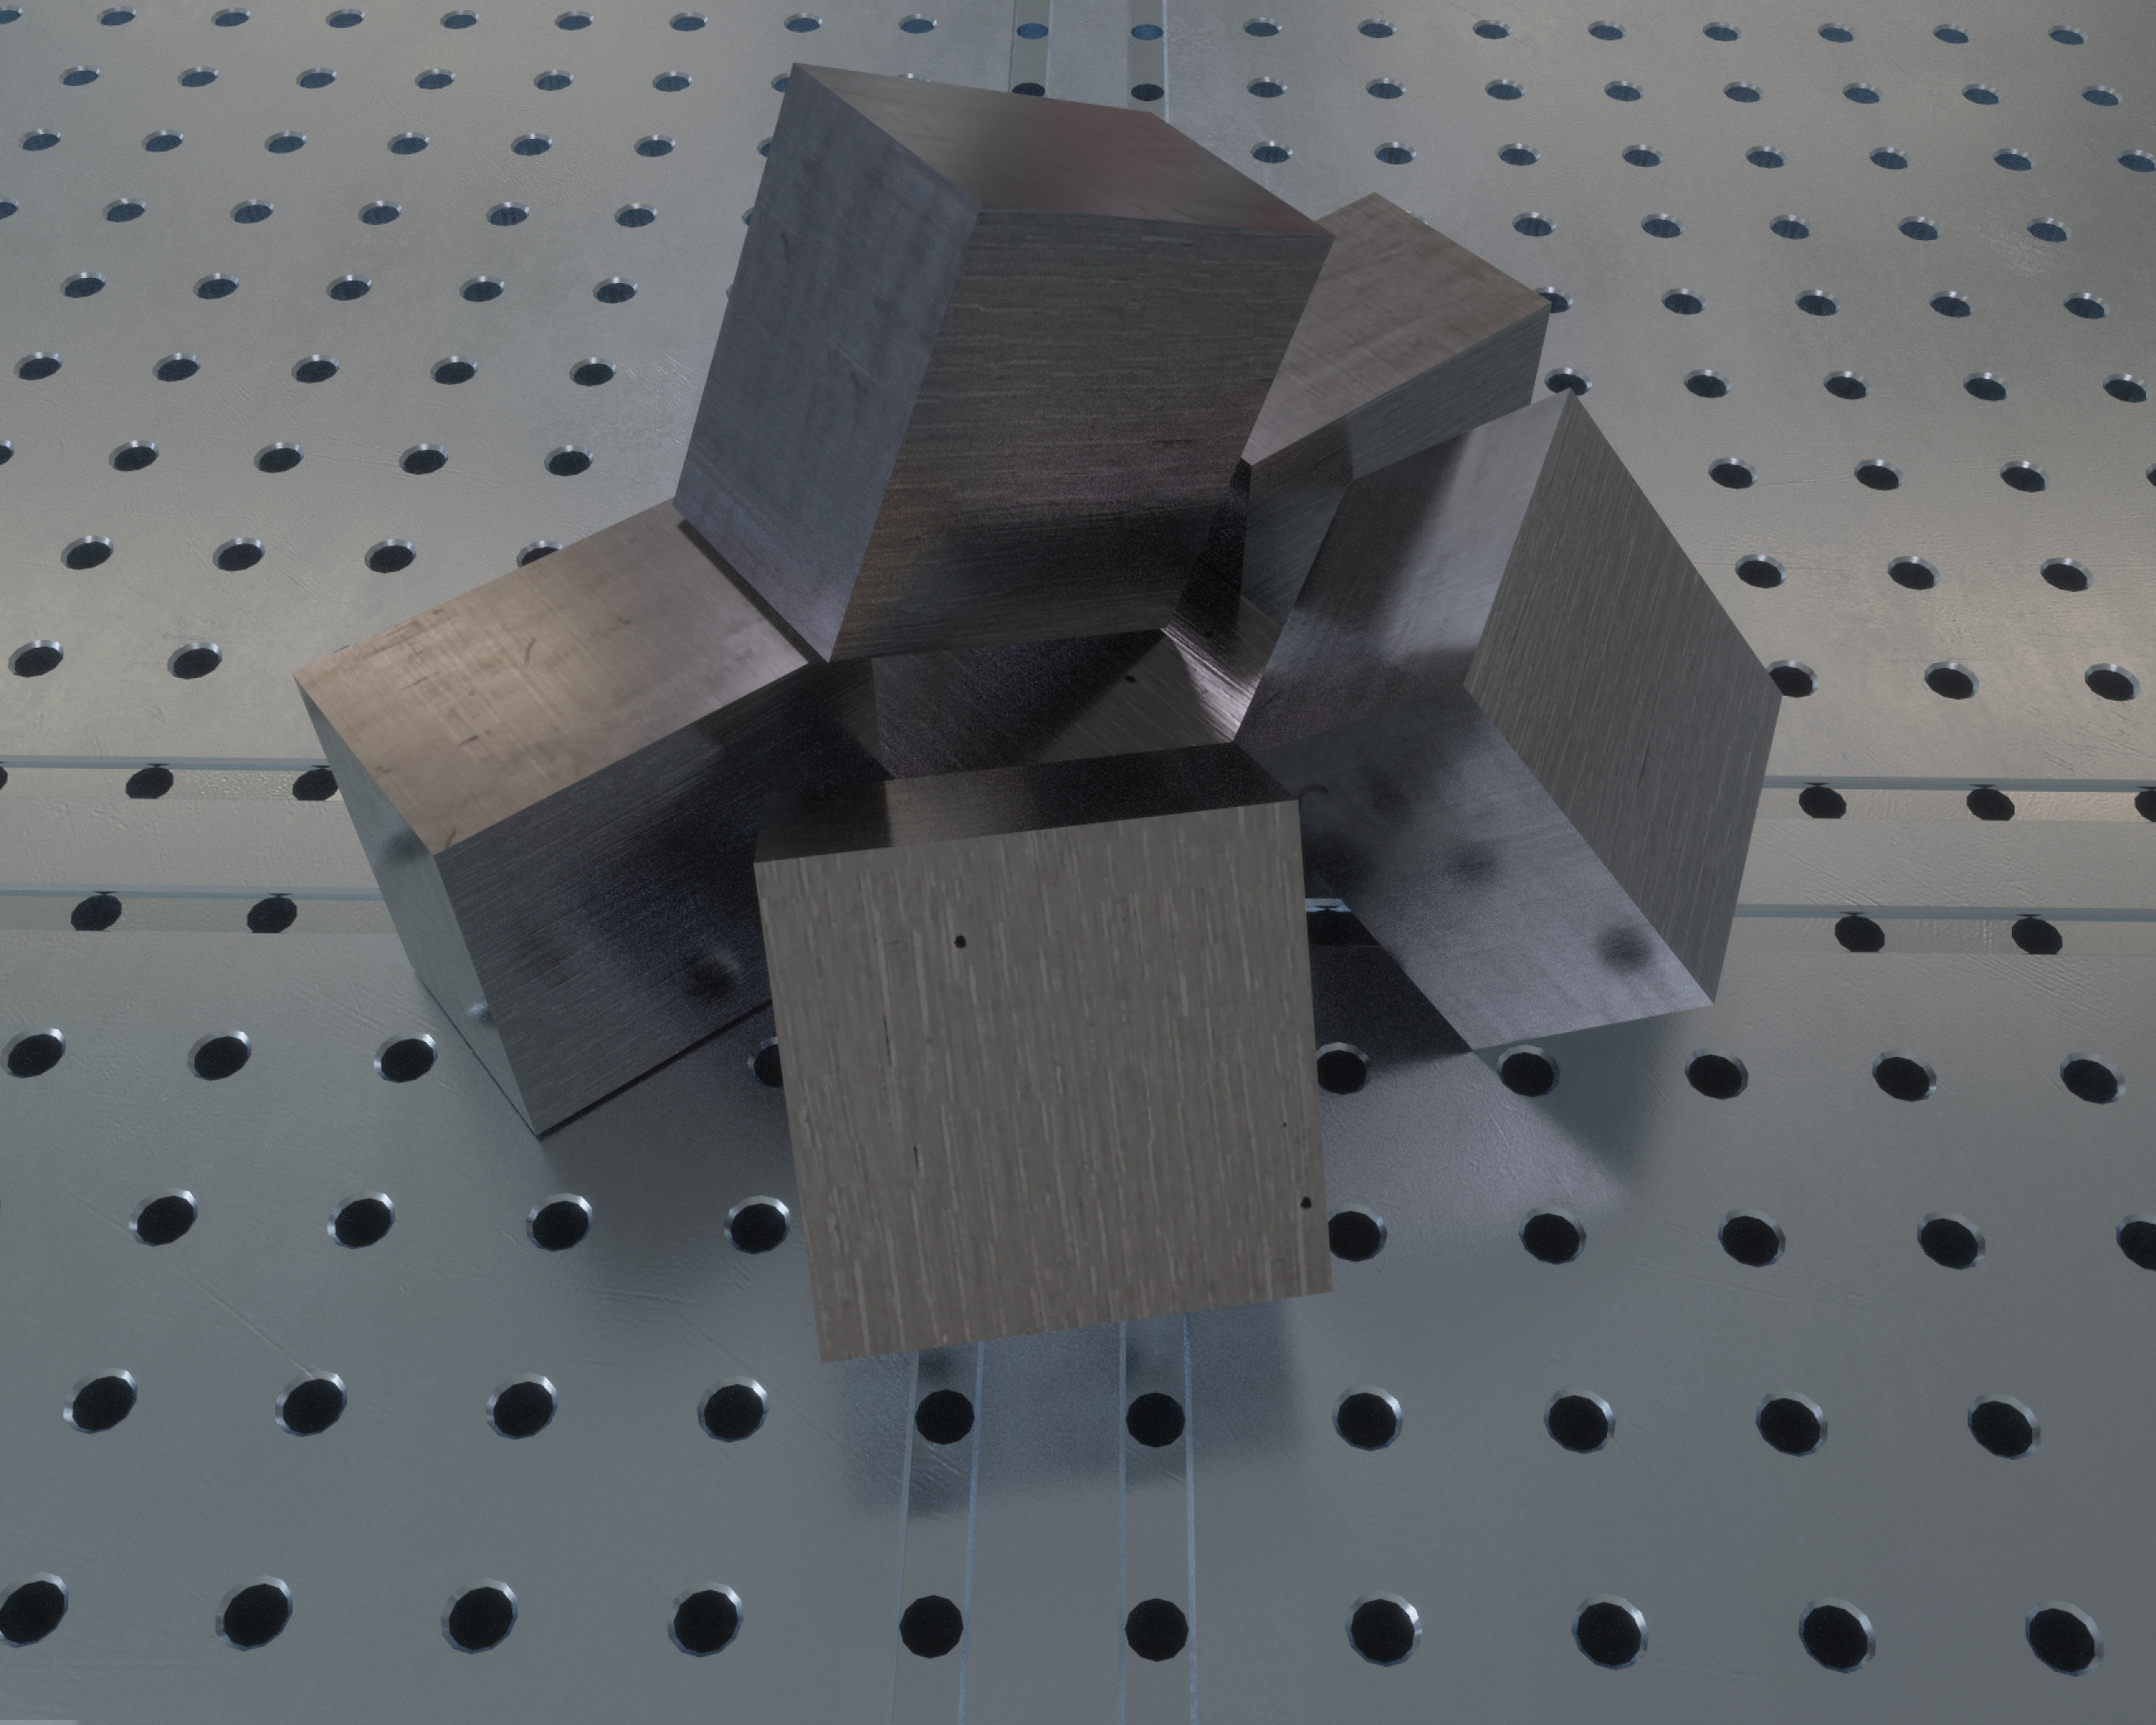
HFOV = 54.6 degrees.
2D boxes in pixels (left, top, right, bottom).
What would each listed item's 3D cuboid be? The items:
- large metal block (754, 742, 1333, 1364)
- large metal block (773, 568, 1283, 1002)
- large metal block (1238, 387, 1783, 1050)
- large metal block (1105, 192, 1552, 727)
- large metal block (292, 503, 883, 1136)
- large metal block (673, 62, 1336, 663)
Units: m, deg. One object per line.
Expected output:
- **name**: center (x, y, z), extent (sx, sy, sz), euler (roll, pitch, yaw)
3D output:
- **large metal block**: center (-0.006, 0.028, 0.339), extent (0.080, 0.080, 0.050), euler (-7, 14, -6)
- **large metal block**: center (-0.007, -0.024, 0.413), extent (0.080, 0.050, 0.080), euler (-32, 57, -24)
- **large metal block**: center (0.082, -0.025, 0.384), extent (0.050, 0.080, 0.080), euler (-17, 36, 42)
- **large metal block**: center (0.047, -0.081, 0.441), extent (0.080, 0.080, 0.050), euler (-32, 57, -24)
- **large metal block**: center (-0.082, -0.010, 0.378), extent (0.080, 0.080, 0.050), euler (-31, 57, -23)
- **large metal block**: center (-0.014, -0.085, 0.362), extent (0.081, 0.079, 0.050), euler (-12, 46, -43)
